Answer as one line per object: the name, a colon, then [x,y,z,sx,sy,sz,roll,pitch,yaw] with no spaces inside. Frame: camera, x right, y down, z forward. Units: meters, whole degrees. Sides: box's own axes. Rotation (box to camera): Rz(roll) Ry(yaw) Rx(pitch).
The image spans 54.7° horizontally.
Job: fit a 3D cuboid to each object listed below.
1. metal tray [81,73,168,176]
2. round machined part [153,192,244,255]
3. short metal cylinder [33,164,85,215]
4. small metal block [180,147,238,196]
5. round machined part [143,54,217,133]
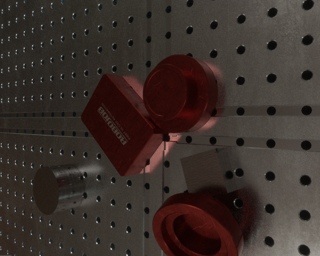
metal tray: [-0.057,-0.006,0.451,0.130,0.030,0.089,49,119,28]
round machined part: [0.044,0.112,0.344,0.098,0.042,0.097,14,121,25]
short metal cylinder: [-0.175,0.104,0.534,0.080,0.050,0.079,0,90,39]
small metal block: [0.056,0.053,0.362,0.050,0.025,0.050,-22,77,37]
round machined part: [0.017,-0.042,0.382,0.098,0.042,0.097,0,90,39]
